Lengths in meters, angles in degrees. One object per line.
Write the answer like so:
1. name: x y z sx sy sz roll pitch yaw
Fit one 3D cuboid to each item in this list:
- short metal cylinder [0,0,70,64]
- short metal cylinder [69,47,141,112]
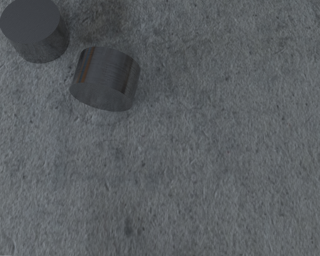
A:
1. short metal cylinder: -0.177 -0.140 0.444 0.081 0.050 0.080 0 70 0
2. short metal cylinder: -0.070 -0.061 0.400 0.080 0.080 0.050 10 71 3
